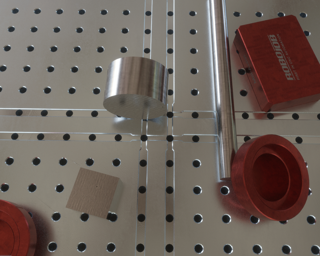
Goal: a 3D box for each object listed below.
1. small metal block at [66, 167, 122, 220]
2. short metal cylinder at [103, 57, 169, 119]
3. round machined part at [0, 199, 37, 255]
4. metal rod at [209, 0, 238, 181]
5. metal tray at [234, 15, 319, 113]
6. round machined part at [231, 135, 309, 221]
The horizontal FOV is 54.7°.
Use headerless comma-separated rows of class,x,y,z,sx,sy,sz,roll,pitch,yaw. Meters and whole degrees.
small metal block,-0.080,0.081,0.381,0.050,0.025,0.050,15,71,5
short metal cylinder,-0.030,-0.049,0.400,0.080,0.080,0.050,3,70,1
round machined part,-0.190,0.132,0.353,0.099,0.042,0.098,0,70,0
metal rod,0.089,-0.076,0.439,0.025,0.025,0.299,0,70,0
metal tray,0.171,-0.094,0.445,0.091,0.030,0.130,-14,71,-5
round machined part,0.125,0.059,0.369,0.099,0.042,0.098,6,75,-24
